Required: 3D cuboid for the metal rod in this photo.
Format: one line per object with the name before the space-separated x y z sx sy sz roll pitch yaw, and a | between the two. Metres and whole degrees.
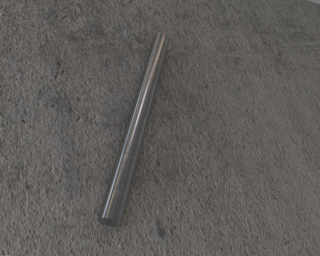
metal rod | -0.025 -0.023 0.403 0.025 0.025 0.300 23 53 -14
